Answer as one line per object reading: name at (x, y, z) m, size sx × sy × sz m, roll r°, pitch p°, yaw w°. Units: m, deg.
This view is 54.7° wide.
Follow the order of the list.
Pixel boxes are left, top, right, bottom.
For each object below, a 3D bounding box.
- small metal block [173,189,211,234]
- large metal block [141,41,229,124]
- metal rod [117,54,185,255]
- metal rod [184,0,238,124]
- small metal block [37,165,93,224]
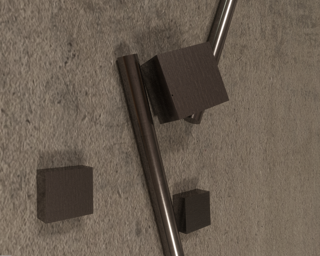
small metal block at (0.046, 0.119, 0.446) m, size 0.050 × 0.025 × 0.050 m, roll -4°, pitch 93°, yaw -40°
large metal block at (0.031, -0.058, 0.400) m, size 0.081 × 0.050 × 0.080 m, roll -21°, pitch 94°, yaw -28°
metal rod at (-0.007, 0.056, 0.401) m, size 0.025 × 0.025 × 0.298 m, roll -22°, pitch 104°, yaw -38°
metal rod at (0.092, -0.147, 0.484) m, size 0.025 × 0.025 × 0.299 m, roll 30°, pitch 71°, yaw -36°
small metal block at (-0.099, 0.067, 0.323) m, size 0.050 × 0.025 × 0.050 m, roll -1°, pitch 91°, yaw -40°
